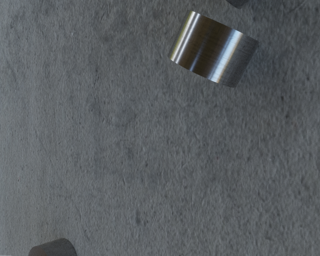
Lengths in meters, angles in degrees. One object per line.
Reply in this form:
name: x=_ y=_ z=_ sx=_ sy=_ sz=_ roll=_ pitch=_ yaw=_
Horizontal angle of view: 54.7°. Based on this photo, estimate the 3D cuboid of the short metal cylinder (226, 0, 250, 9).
short metal cylinder: x=0.072 y=-0.167 z=0.308 sx=0.050 sy=0.081 sz=0.080 roll=-42 pitch=65 yaw=32

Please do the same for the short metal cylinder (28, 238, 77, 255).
short metal cylinder: x=-0.187 y=0.239 z=0.539 sx=0.080 sy=0.050 sz=0.079 roll=0 pitch=90 yaw=39

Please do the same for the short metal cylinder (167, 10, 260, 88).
short metal cylinder: x=0.055 y=-0.082 z=0.323 sx=0.080 sy=0.081 sz=0.050 roll=38 pitch=113 yaw=33
